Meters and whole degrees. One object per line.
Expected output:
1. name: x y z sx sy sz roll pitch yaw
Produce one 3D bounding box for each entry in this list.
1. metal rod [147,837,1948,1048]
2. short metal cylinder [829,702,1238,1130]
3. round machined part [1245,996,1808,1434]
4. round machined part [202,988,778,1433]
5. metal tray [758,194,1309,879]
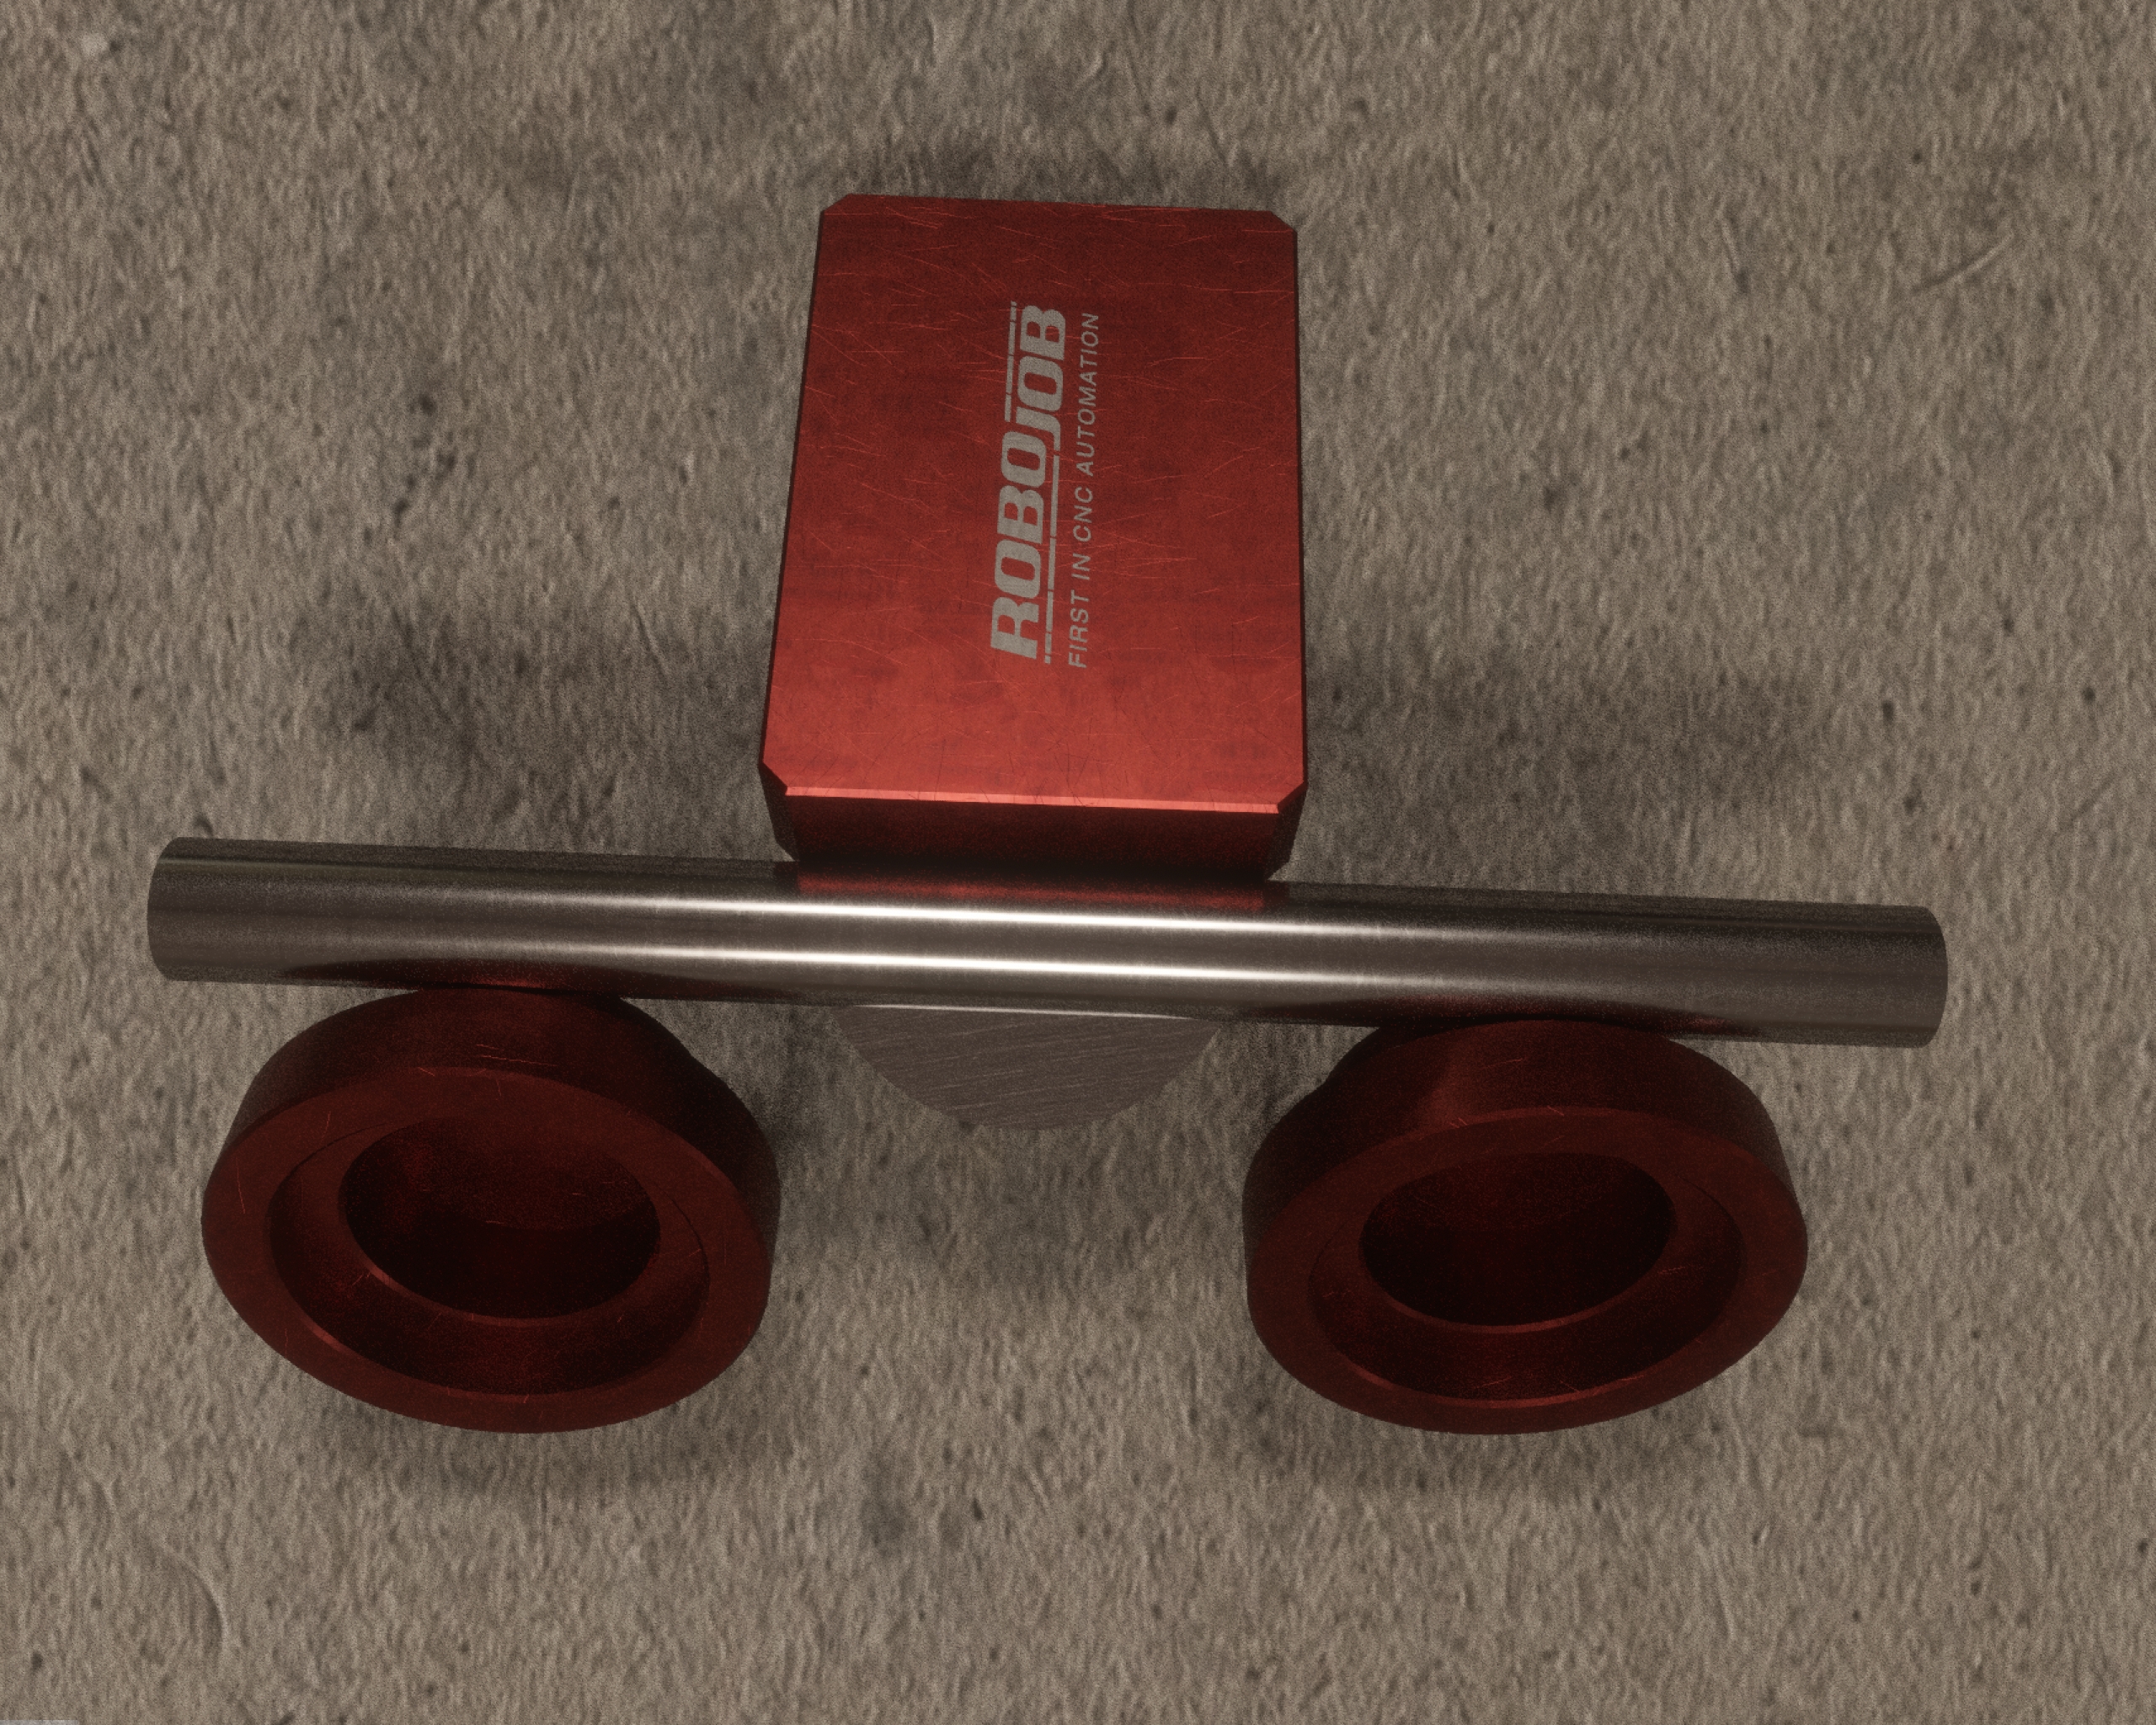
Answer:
1. metal rod: -0.004 0.014 0.362 0.302 0.025 0.025 2 90 -1
2. short metal cylinder: -0.009 0.008 0.399 0.081 0.050 0.079 0 90 -1
3. round machined part: 0.080 0.061 0.386 0.099 0.042 0.097 0 133 0
4. round machined part: -0.104 0.059 0.385 0.099 0.042 0.097 -1 129 -1
5. metal tray: -0.006 -0.062 0.381 0.091 0.030 0.130 2 64 -1
